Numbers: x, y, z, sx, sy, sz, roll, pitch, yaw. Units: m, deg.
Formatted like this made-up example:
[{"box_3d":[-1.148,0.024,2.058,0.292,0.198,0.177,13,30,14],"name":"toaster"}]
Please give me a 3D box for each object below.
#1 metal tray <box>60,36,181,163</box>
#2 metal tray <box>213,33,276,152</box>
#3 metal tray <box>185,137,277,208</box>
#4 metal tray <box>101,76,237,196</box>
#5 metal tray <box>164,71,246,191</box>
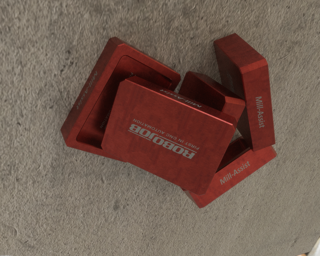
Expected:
[{"box_3d":[-0.046,-0.028,0.364,0.091,0.030,0.129,22,107,-37],"name":"metal tray"},{"box_3d":[0.109,-0.044,0.397,0.030,0.090,0.129,-21,128,1],"name":"metal tray"},{"box_3d":[0.094,0.059,0.456,0.130,0.090,0.030,-33,94,-7],"name":"metal tray"},{"box_3d":[0.007,0.007,0.345,0.130,0.030,0.089,24,112,9],"name":"metal tray"},{"box_3d":[0.045,0.004,0.395,0.030,0.090,0.129,7,116,-32],"name":"metal tray"}]
